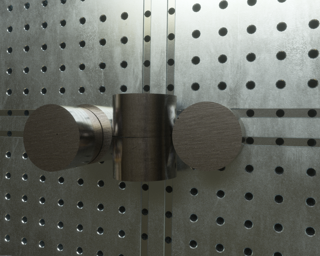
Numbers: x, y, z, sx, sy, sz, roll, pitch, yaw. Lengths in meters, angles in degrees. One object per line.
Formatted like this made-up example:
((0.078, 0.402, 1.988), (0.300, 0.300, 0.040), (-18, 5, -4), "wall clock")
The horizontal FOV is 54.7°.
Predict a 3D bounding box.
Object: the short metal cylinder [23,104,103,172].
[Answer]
((-0.120, 0.011, 0.387), (0.080, 0.050, 0.079), (0, 90, 20), "short metal cylinder")

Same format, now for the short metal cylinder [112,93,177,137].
((-0.019, -0.015, 0.390), (0.080, 0.080, 0.050), (1, 91, 20), "short metal cylinder")

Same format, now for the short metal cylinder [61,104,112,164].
((-0.090, 0.008, 0.431), (0.080, 0.050, 0.079), (0, 90, 19), "short metal cylinder")

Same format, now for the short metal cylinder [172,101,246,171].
((0.061, 0.009, 0.377), (0.080, 0.050, 0.079), (0, 90, 19), "short metal cylinder")

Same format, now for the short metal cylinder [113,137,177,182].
((-0.019, 0.036, 0.390), (0.080, 0.080, 0.050), (-1, 90, 20), "short metal cylinder")
